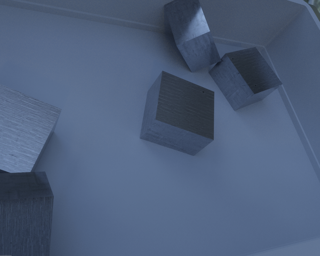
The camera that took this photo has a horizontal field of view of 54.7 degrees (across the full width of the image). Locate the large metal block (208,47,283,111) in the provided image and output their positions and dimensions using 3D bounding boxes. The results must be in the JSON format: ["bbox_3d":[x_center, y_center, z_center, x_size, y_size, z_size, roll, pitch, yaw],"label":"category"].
[{"bbox_3d":[0.143,-0.084,0.521,0.081,0.050,0.080,-20,73,-36],"label":"large metal block"}]

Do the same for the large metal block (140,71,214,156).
[{"bbox_3d":[0.025,-0.019,0.416,0.081,0.050,0.080,19,54,-17],"label":"large metal block"}]

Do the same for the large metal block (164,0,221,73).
[{"bbox_3d":[0.052,-0.147,0.483,0.080,0.050,0.080,42,31,-61],"label":"large metal block"}]

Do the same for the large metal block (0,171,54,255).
[{"bbox_3d":[-0.132,0.082,0.242,0.081,0.050,0.079,1,104,-28],"label":"large metal block"}]

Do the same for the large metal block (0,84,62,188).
[{"bbox_3d":[-0.154,0.009,0.302,0.080,0.050,0.080,24,53,-14],"label":"large metal block"}]
